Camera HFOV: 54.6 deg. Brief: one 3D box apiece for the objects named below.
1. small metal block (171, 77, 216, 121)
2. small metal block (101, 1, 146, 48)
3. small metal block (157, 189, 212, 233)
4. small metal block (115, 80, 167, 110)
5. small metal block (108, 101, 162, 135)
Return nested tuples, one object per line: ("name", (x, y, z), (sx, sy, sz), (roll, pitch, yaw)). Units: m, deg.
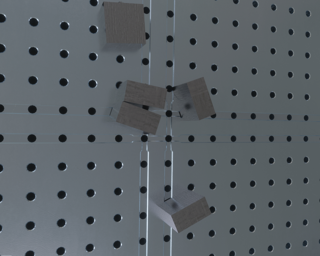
("small metal block", (0.044, -0.037, 0.415), (0.025, 0.050, 0.050), (-22, 98, -19))
("small metal block", (-0.047, -0.130, 0.395), (0.050, 0.025, 0.050), (-4, 92, -20))
("small metal block", (0.031, 0.108, 0.411), (0.050, 0.050, 0.025), (-24, 98, -18))
("small metal block", (-0.025, -0.039, 0.390), (0.050, 0.050, 0.025), (10, 87, -20))
("small metal block", (-0.033, -0.011, 0.387), (0.050, 0.050, 0.025), (19, 84, -19))
